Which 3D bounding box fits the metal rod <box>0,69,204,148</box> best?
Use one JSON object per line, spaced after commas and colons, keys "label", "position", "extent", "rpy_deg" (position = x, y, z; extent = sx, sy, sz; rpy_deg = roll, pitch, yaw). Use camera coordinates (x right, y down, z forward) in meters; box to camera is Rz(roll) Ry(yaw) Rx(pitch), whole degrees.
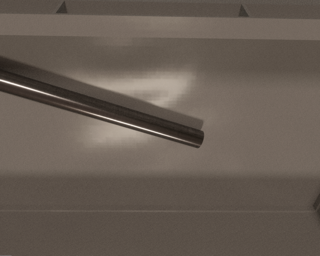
{"label": "metal rod", "position": [-0.086, -0.026, 0.385], "extent": [0.302, 0.025, 0.025], "rpy_deg": [17, 128, -14]}
